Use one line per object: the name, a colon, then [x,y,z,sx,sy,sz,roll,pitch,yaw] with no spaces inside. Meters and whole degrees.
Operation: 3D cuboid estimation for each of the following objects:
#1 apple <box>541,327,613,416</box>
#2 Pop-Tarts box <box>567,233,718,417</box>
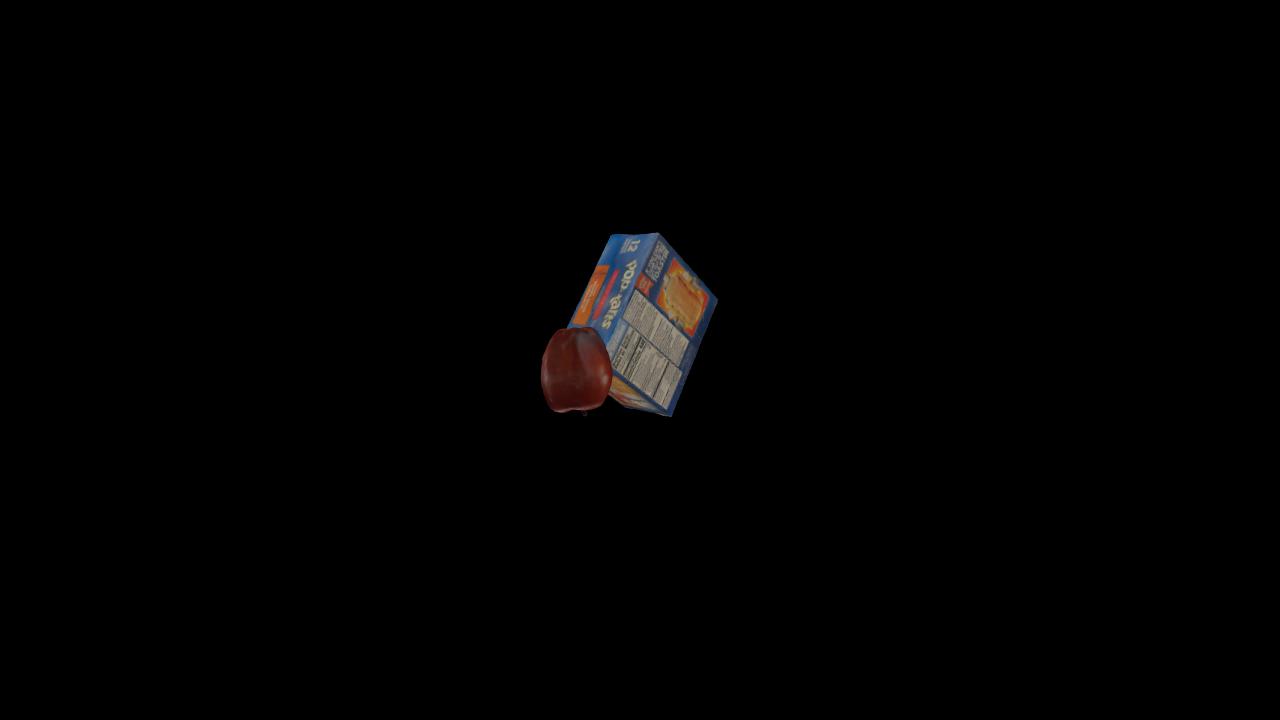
apple: [-0.066,0.013,0.637,0.079,0.093,0.079,-6,3,0]
Pop-Tarts box: [0.001,-0.041,0.728,0.083,0.167,0.141,5,-25,42]
